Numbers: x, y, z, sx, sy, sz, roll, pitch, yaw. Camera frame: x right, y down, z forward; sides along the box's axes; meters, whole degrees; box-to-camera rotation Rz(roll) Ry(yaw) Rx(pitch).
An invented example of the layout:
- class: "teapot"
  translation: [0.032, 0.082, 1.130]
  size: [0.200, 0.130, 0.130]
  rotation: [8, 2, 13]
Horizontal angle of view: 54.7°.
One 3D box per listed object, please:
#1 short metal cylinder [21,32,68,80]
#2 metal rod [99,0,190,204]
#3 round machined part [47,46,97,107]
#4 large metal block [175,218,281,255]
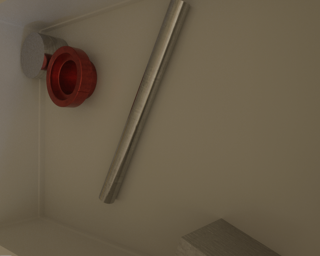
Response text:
- class: "short metal cylinder"
  translation: [-0.206, -0.126, 0.557]
  size: [0.080, 0.050, 0.079]
  rotation: [0, 90, 39]
- class: "metal rod"
  translation: [-0.027, -0.025, 0.427]
  size: [0.025, 0.025, 0.298]
  rotation: [34, 111, 34]
- class: "round machined part"
  translation: [-0.141, -0.082, 0.509]
  size: [0.098, 0.042, 0.097]
  rotation: [0, 90, 39]
- class: "large metal block"
  translation: [0.068, 0.143, 0.313]
  size: [0.080, 0.081, 0.050]
  rotation: [26, 106, 37]
